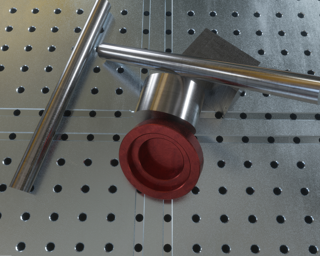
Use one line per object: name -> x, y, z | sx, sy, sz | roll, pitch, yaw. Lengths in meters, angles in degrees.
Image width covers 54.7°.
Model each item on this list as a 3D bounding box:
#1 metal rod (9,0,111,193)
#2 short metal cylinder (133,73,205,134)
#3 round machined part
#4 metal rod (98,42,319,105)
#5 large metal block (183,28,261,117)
metal rod -> -0.131, -0.058, 0.431 | 0.025, 0.025, 0.299 | 16, 71, 5
short metal cylinder -> 0.012, -0.027, 0.392 | 0.080, 0.080, 0.050 | 14, 71, 5
round machined part -> 0.004, 0.033, 0.372 | 0.098, 0.097, 0.042 | 25, 28, 8
metal rod -> 0.031, -0.072, 0.362 | 0.300, 0.025, 0.025 | 20, 68, 38
large metal block -> 0.073, -0.070, 0.409 | 0.080, 0.080, 0.050 | 37, 74, 12
